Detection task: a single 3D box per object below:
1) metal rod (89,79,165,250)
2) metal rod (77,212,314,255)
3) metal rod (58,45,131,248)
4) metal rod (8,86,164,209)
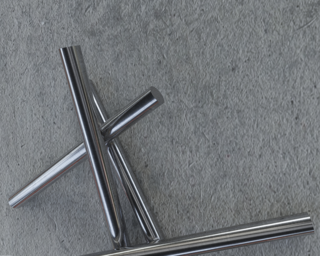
[{"bbox_3d":[-0.044,0.069,0.424,0.025,0.025,0.299,-29,81,18],"label":"metal rod"},{"bbox_3d":[0.026,0.145,0.377,0.301,0.025,0.025,-15,85,11],"label":"metal rod"},{"bbox_3d":[-0.075,0.049,0.390,0.025,0.025,0.298,-6,105,20],"label":"metal rod"},{"bbox_3d":[-0.115,0.038,0.428,0.299,0.025,0.025,-35,79,24],"label":"metal rod"}]
